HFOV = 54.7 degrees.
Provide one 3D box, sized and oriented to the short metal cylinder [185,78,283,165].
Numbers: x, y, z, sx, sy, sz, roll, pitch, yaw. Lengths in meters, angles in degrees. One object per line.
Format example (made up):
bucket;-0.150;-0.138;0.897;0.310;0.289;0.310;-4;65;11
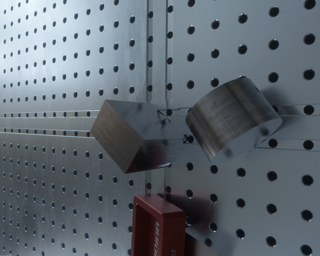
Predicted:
short metal cylinder;0.073;-0.005;0.313;0.080;0.081;0.050;-44;64;31

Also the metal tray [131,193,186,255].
metal tray;-0.006;0.157;0.388;0.090;0.030;0.129;8;96;64

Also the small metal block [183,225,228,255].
small metal block;0.047;0.153;0.371;0.050;0.025;0.050;23;104;37

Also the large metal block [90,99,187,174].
large metal block;-0.028;0.009;0.396;0.080;0.081;0.050;44;117;31
